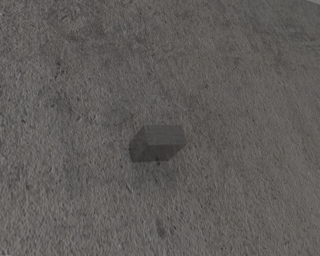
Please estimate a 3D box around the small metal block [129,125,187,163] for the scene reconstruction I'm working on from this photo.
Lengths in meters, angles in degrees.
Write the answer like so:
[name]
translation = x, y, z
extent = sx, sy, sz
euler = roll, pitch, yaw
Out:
[small metal block]
translation = -0.004, 0.019, 0.373
extent = 0.050, 0.050, 0.025
euler = 0, 62, -28
